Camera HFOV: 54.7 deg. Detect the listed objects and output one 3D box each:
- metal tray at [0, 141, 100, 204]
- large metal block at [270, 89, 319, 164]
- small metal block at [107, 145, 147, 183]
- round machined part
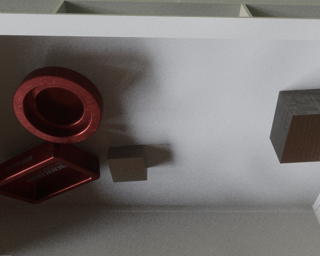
[{"bbox_3d":[-0.164,0.066,0.441,0.130,0.030,0.090,-24,145,19],"label":"metal tray"},{"bbox_3d":[0.193,-0.002,0.394,0.080,0.050,0.079,-3,130,2],"label":"large metal block"},{"bbox_3d":[-0.046,0.053,0.453,0.050,0.025,0.050,-4,130,3],"label":"small metal block"},{"bbox_3d":[-0.117,-0.031,0.370,0.099,0.042,0.097,-1,130,0],"label":"round machined part"}]
